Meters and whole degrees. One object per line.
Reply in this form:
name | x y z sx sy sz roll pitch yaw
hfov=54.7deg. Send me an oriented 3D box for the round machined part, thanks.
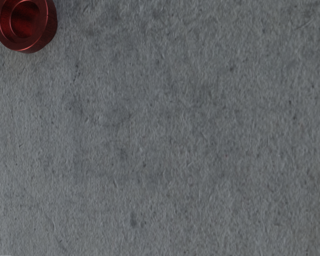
round machined part | -0.196 -0.161 0.467 0.098 0.042 0.097 0 90 19
